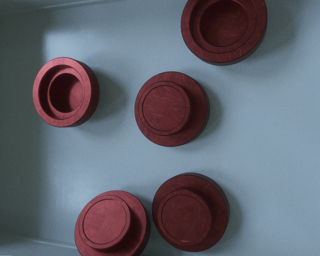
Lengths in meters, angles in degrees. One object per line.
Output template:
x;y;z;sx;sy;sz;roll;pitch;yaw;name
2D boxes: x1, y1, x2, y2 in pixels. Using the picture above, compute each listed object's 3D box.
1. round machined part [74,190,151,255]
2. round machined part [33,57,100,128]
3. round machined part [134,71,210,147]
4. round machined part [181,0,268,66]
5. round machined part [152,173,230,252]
-0.065;0.126;0.399;0.098;0.042;0.098;-7;55;10;round machined part
-0.130;-0.049;0.447;0.098;0.042;0.097;0;90;20;round machined part
0.012;-0.024;0.397;0.098;0.042;0.097;0;90;20;round machined part
0.078;-0.123;0.374;0.098;0.042;0.097;0;90;20;round machined part
0.035;0.108;0.389;0.098;0.042;0.097;0;90;20;round machined part
